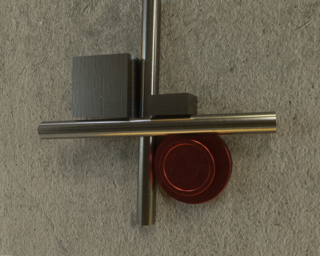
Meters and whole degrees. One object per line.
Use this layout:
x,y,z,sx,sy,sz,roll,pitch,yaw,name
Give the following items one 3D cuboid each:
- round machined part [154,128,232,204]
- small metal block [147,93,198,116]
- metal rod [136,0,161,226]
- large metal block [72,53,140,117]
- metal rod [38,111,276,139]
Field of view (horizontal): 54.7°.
0.038,0.047,0.386,0.098,0.042,0.097,0,90,19,round machined part
0.017,-0.028,0.390,0.050,0.050,0.025,-1,90,19,small metal block
-0.015,-0.022,0.414,0.025,0.025,0.298,2,91,19,metal rod
-0.070,-0.054,0.420,0.080,0.050,0.079,1,90,19,large metal block
-0.015,-0.001,0.388,0.301,0.025,0.025,-2,90,15,metal rod
